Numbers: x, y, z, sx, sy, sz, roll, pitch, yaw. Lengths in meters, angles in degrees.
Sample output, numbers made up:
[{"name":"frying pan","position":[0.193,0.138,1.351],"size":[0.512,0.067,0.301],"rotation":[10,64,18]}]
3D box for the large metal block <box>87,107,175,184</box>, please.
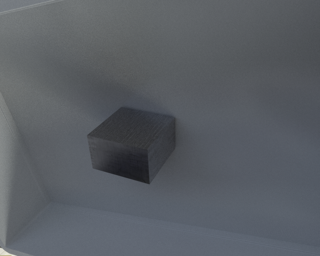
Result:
[{"name":"large metal block","position":[-0.033,0.019,0.397],"size":[0.080,0.080,0.050],"rotation":[12,123,21]}]
